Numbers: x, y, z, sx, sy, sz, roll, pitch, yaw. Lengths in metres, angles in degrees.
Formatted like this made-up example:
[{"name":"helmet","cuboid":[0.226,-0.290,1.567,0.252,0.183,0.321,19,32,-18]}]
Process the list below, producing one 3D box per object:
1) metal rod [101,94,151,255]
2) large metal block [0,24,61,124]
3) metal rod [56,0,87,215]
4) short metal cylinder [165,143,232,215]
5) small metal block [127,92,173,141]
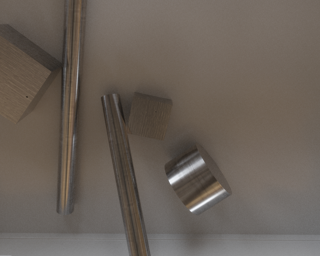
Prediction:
[{"name":"metal rod","cuboid":[-0.034,0.105,0.377,0.025,0.025,0.298,-12,82,4]},{"name":"large metal block","cuboid":[-0.178,-0.065,0.371,0.080,0.050,0.080,36,106,-13]},{"name":"metal rod","cuboid":[-0.117,-0.019,0.402,0.025,0.025,0.298,8,110,-3]},{"name":"short metal cylinder","cuboid":[0.050,0.066,0.407,0.050,0.080,0.080,-36,107,12]},{"name":"small metal block","cuboid":[-0.014,-0.015,0.406,0.050,0.025,0.050,12,110,-5]}]
